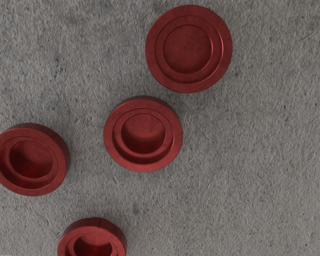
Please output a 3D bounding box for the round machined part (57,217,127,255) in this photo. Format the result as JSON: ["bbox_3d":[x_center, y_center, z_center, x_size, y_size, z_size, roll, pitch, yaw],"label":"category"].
[{"bbox_3d":[-0.098,0.174,0.464,0.099,0.042,0.097,0,110,0],"label":"round machined part"}]

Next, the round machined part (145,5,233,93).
[{"bbox_3d":[0.032,-0.093,0.366,0.099,0.042,0.097,0,110,0],"label":"round machined part"}]

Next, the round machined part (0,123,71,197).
[{"bbox_3d":[-0.168,0.039,0.413,0.099,0.042,0.097,0,110,0],"label":"round machined part"}]

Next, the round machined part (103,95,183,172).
[{"bbox_3d":[-0.021,0.005,0.402,0.099,0.042,0.097,0,110,0],"label":"round machined part"}]
